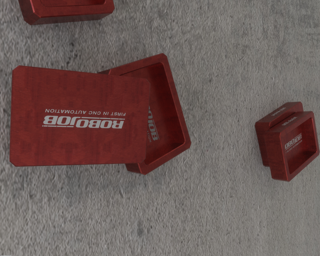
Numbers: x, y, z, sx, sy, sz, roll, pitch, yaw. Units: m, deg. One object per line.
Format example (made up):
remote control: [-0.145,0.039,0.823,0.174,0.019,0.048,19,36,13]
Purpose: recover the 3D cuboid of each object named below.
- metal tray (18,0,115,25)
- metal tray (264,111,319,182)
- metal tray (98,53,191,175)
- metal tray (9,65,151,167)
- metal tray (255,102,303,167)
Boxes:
metal tray: [-0.105,-0.176,0.312,0.091,0.030,0.129,-21,104,-38]
metal tray: [0.244,0.030,0.565,0.131,0.030,0.089,-24,105,-37]
metal tray: [-0.016,-0.019,0.387,0.091,0.030,0.129,-27,107,-37]
metal tray: [-0.077,-0.010,0.311,0.131,0.030,0.089,2,95,-26]
metal tray: [0.240,0.010,0.602,0.131,0.030,0.089,-26,107,-37]
